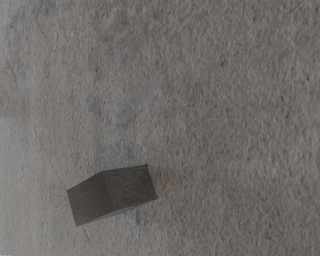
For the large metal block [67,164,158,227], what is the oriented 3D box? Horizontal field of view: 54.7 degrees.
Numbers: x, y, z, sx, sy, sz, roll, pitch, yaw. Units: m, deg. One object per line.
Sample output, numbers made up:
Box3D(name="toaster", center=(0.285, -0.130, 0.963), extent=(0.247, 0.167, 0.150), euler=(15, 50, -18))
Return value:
Box3D(name="large metal block", center=(-0.064, 0.091, 0.420), extent=(0.080, 0.081, 0.050), euler=(-31, 71, 35))
